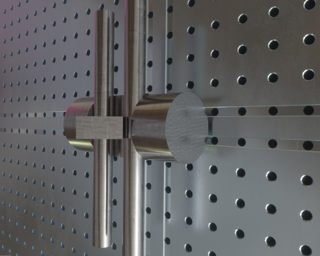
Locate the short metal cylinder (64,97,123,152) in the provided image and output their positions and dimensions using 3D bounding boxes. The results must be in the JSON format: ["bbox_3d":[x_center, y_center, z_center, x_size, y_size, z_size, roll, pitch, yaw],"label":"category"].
[{"bbox_3d":[-0.088,-0.005,0.441,0.050,0.081,0.079,2,91,40],"label":"short metal cylinder"}]

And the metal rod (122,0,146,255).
[{"bbox_3d":[-0.030,0.000,0.365,0.025,0.025,0.298,1,91,40],"label":"metal rod"}]

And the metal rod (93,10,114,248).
[{"bbox_3d":[-0.073,0.001,0.400,0.025,0.025,0.298,1,91,40],"label":"metal rod"}]

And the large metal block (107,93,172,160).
[{"bbox_3d":[-0.028,-0.002,0.411,0.080,0.050,0.079,1,91,40],"label":"large metal block"}]

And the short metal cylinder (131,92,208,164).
[{"bbox_3d":[0.013,0.000,0.358,0.050,0.081,0.079,1,91,41],"label":"short metal cylinder"}]

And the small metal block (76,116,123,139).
[{"bbox_3d":[-0.068,-0.001,0.363,0.050,0.050,0.025,-171,81,-84],"label":"small metal block"}]
